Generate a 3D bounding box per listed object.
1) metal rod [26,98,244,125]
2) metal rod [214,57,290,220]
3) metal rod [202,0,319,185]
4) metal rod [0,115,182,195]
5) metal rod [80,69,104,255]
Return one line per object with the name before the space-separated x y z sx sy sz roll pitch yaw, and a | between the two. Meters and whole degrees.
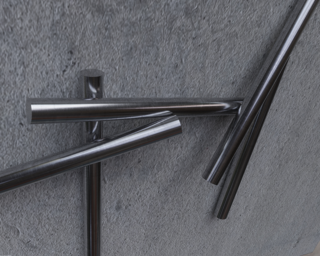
metal rod | 0.003 -0.024 0.371 0.303 0.025 0.025 -4 121 -34
metal rod | 0.140 0.027 0.499 0.025 0.025 0.298 -2 119 -28
metal rod | 0.139 -0.058 0.417 0.025 0.025 0.299 24 97 -37
metal rod | -0.120 0.042 0.341 0.302 0.025 0.025 -18 126 -9
metal rod | -0.087 0.071 0.402 0.025 0.025 0.298 -8 122 -24
